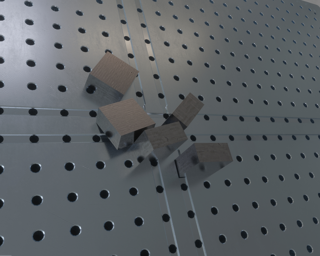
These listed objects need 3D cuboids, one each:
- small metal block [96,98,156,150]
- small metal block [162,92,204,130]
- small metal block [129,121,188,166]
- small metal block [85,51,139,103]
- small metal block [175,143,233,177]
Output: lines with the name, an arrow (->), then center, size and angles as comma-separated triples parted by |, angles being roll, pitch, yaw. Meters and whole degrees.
small metal block -> -0.042, -0.006, 0.381 | 0.050, 0.025, 0.050 | -21, 56, -36
small metal block -> 0.026, -0.013, 0.413 | 0.025, 0.050, 0.050 | 41, 51, -1
small metal block -> -0.002, 0.019, 0.379 | 0.050, 0.050, 0.025 | -15, 70, -34
small metal block -> -0.063, -0.067, 0.415 | 0.050, 0.025, 0.050 | 32, 52, -8
small metal block -> 0.055, 0.041, 0.396 | 0.050, 0.050, 0.025 | 1, 61, -28
